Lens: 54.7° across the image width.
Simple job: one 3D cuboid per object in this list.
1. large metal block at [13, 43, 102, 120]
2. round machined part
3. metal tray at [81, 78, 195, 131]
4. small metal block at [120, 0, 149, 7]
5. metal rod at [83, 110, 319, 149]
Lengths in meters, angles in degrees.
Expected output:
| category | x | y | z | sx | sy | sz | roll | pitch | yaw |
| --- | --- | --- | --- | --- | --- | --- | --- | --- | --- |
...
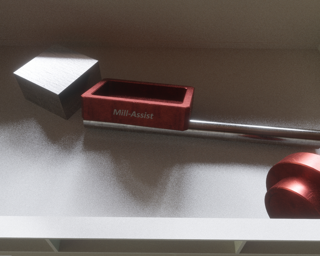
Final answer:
| category | x | y | z | sx | sy | sz | roll | pitch | yaw |
| --- | --- | --- | --- | --- | --- | --- | --- | --- | --- |
| large metal block | -0.142 | -0.068 | 0.444 | 0.080 | 0.050 | 0.080 | 25 | 54 | 19 |
| round machined part | 0.141 | 0.076 | 0.295 | 0.042 | 0.097 | 0.098 | -28 | 56 | -25 |
| metal tray | -0.024 | -0.034 | 0.403 | 0.131 | 0.030 | 0.090 | 7 | 24 | 7 |
| small metal block | -0.050 | -0.278 | 0.641 | 0.050 | 0.025 | 0.050 | 16 | 52 | 13 |
| metal rod | 0.052 | 0.001 | 0.404 | 0.302 | 0.025 | 0.025 | 5 | 50 | 4 |
